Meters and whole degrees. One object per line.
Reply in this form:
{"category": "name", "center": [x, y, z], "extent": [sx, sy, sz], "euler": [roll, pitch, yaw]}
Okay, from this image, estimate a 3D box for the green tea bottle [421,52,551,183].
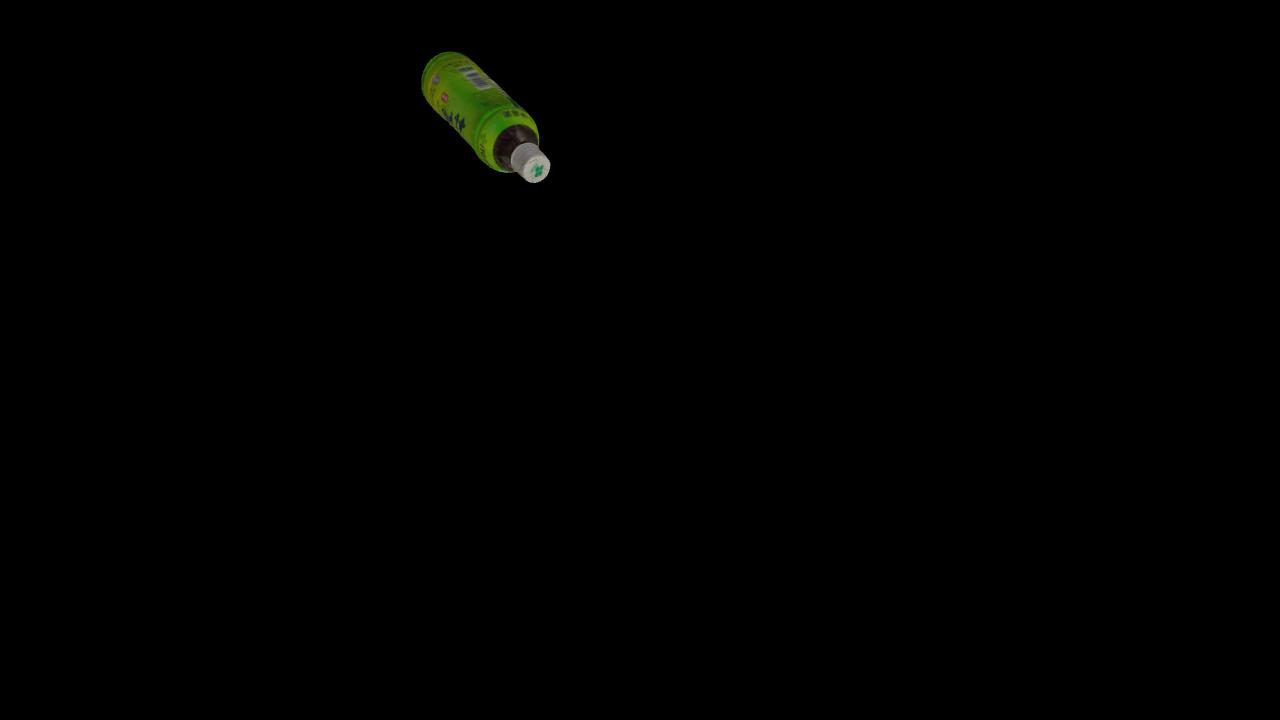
{"category": "green tea bottle", "center": [-0.160, -0.253, 0.650], "extent": [0.073, 0.073, 0.212], "euler": [0, 39, -46]}
